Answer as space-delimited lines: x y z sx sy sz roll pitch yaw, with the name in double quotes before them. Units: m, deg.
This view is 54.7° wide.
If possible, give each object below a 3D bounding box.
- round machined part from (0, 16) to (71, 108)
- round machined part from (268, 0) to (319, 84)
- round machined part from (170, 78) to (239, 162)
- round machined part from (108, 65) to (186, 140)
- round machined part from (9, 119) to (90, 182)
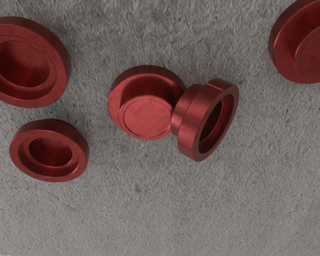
"round machined part" -0.145 -0.072 0.333 0.099 0.042 0.097 0 130 0
"round machined part" 0.169 -0.087 0.324 0.099 0.042 0.097 0 130 0
"round machined part" 0.049 -0.013 0.362 0.042 0.099 0.097 29 136 27
"round machined part" -0.014 -0.023 0.376 0.099 0.042 0.097 0 130 0
"round machined part" -0.144 0.026 0.417 0.099 0.042 0.097 0 130 0
